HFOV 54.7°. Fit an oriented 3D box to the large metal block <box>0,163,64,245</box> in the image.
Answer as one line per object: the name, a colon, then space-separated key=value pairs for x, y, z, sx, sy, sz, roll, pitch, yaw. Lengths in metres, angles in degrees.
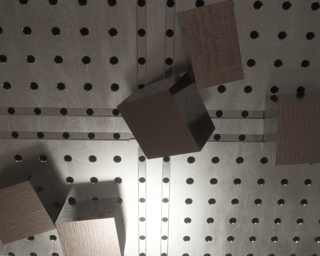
large metal block: x=-0.193 y=0.106 z=0.436 sx=0.080 sy=0.050 sz=0.080 roll=-18 pitch=109 yaw=6

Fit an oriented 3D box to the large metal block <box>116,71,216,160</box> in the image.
large metal block: x=0.008 y=-0.013 z=0.377 sx=0.080 sy=0.050 sz=0.080 roll=-13 pitch=114 yaw=38

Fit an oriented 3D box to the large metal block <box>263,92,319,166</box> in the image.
large metal block: x=0.184 y=-0.001 z=0.403 sx=0.081 sy=0.050 sz=0.079 roll=-4 pitch=110 yaw=1

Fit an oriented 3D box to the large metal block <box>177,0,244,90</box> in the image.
large metal block: x=0.054 y=-0.096 z=0.349 sx=0.050 sy=0.080 sz=0.080 roll=-13 pitch=110 yaw=4

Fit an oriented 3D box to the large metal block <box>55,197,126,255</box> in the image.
large metal block: x=-0.098 y=0.153 z=0.455 sx=0.080 sy=0.050 sz=0.079 roll=-6 pitch=110 yaw=1
